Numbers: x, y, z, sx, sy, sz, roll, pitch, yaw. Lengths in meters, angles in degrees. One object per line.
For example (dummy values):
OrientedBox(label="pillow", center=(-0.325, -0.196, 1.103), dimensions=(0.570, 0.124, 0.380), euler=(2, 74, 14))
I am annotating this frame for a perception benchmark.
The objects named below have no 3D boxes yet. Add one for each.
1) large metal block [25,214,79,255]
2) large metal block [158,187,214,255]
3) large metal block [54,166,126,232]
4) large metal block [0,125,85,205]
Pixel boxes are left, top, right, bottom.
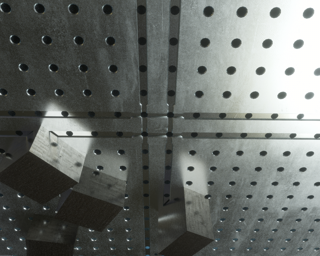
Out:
OrientedBox(label="large metal block", center=(-0.195, 0.206, 0.569), dimensions=(0.080, 0.050, 0.079), euler=(10, 130, -9))
OrientedBox(label="large metal block", center=(0.039, 0.159, 0.511), dimensions=(0.050, 0.080, 0.080), euler=(26, 126, -20))
OrientedBox(label="large metal block", center=(-0.109, 0.113, 0.490), dimensions=(0.080, 0.050, 0.080), euler=(25, 126, -20))
OrientedBox(label="large metal block", center=(-0.168, 0.055, 0.441), dimensions=(0.080, 0.050, 0.080), euler=(-32, 123, 24))
